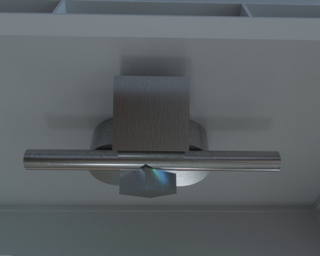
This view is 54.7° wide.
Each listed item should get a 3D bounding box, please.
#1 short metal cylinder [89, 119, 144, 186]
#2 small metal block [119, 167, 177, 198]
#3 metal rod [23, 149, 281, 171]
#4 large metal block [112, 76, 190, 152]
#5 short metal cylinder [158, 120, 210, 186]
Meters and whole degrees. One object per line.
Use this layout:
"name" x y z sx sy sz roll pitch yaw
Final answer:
"short metal cylinder" -0.054 0.033 0.418 0.081 0.050 0.079 0 130 0
"small metal block" -0.015 0.070 0.387 0.050 0.025 0.050 18 152 -39
"metal rod" -0.008 0.039 0.375 0.302 0.025 0.025 1 130 -1
"large metal block" -0.009 -0.014 0.352 0.081 0.050 0.080 1 87 -1
"short metal cylinder" 0.027 0.034 0.421 0.081 0.050 0.079 0 130 0
